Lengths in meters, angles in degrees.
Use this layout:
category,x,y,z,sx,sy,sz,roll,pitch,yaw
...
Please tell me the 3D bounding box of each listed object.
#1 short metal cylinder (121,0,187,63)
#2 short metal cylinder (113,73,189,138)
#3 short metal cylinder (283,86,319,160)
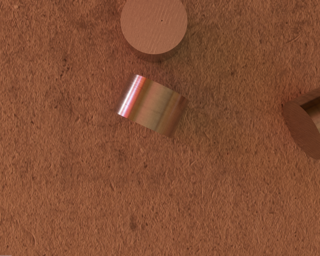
category,x,y,z,sx,sy,sz,roll,pitch,yaw
short metal cylinder,-0.007,-0.129,0.397,0.081,0.050,0.080,0,90,0
short metal cylinder,-0.011,-0.027,0.382,0.080,0.080,0.050,25,90,0
short metal cylinder,0.199,-0.008,0.384,0.050,0.080,0.080,-25,90,0
